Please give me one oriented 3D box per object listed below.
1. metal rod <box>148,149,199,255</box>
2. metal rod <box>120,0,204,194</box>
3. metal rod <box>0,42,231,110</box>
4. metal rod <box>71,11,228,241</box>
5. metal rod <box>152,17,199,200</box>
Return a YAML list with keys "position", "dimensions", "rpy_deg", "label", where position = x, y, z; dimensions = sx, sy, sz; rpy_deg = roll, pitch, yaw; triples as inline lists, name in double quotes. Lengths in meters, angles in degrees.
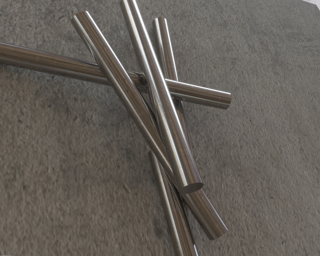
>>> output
- position: [0.036, 0.160, 0.326]
  dimensions: [0.025, 0.025, 0.299]
  rpy_deg: [-2, 63, -30]
  label: "metal rod"
- position: [-0.008, -0.063, 0.378]
  dimensions: [0.025, 0.025, 0.299]
  rpy_deg: [2, 53, -28]
  label: "metal rod"
- position: [-0.049, -0.063, 0.395]
  dimensions: [0.302, 0.025, 0.025]
  rpy_deg: [10, 57, -16]
  label: "metal rod"
- position: [-0.016, -0.007, 0.359]
  dimensions: [0.025, 0.025, 0.299]
  rpy_deg: [-28, 83, -38]
  label: "metal rod"
- position: [0.020, -0.042, 0.441]
  dimensions: [0.025, 0.025, 0.299]
  rpy_deg: [6, 59, -26]
  label: "metal rod"
